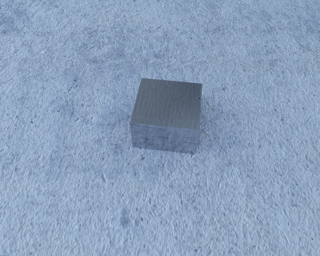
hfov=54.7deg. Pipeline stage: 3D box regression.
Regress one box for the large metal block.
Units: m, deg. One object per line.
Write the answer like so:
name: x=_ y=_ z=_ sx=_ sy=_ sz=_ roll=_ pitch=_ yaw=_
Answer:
large metal block: x=0.010 y=-0.016 z=0.402 sx=0.080 sy=0.050 sz=0.080 roll=6 pitch=50 yaw=4
